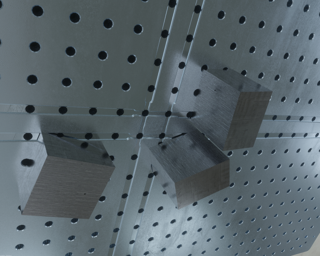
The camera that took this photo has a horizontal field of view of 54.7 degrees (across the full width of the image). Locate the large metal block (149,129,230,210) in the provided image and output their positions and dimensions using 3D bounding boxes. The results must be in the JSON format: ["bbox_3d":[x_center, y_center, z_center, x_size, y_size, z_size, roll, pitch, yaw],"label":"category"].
[{"bbox_3d":[0.040,0.055,0.433,0.081,0.080,0.050,-20,127,-17],"label":"large metal block"}]

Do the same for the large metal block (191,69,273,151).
[{"bbox_3d":[0.090,-0.027,0.410,0.050,0.080,0.079,-4,121,-27],"label":"large metal block"}]

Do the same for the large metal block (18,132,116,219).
[{"bbox_3d":[-0.113,0.059,0.371,0.081,0.050,0.080,16,110,-35],"label":"large metal block"}]
